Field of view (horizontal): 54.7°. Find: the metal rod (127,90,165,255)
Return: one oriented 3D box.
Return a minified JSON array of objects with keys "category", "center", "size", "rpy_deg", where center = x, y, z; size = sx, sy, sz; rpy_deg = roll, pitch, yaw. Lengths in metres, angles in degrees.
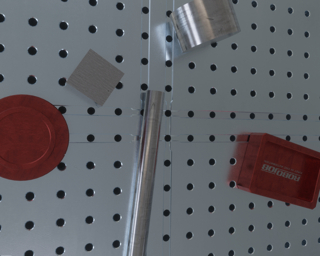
[{"category":"metal rod","center":[-0.023,0.100,0.404],"size":[0.025,0.025,0.298],"rpy_deg":[8,88,-20]}]

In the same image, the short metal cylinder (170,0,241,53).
[{"category":"short metal cylinder","center":[0.059,-0.136,0.405],"size":[0.081,0.080,0.050],"rpy_deg":[-22,98,-19]}]

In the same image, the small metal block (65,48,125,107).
[{"category":"small metal block","center":[-0.081,-0.060,0.383],"size":[0.050,0.025,0.050],"rpy_deg":[35,79,-17]}]

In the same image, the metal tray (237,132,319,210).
[{"category":"metal tray","center":[0.192,0.067,0.480],"size":[0.131,0.030,0.090],"rpy_deg":[18,84,-19]}]

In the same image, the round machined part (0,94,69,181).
[{"category":"round machined part","center":[-0.153,0.011,0.347],"size":[0.099,0.042,0.097],"rpy_deg":[0,90,-20]}]
